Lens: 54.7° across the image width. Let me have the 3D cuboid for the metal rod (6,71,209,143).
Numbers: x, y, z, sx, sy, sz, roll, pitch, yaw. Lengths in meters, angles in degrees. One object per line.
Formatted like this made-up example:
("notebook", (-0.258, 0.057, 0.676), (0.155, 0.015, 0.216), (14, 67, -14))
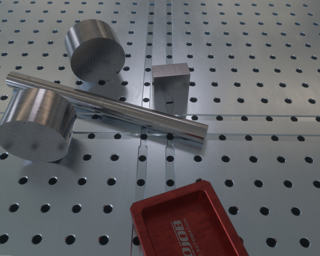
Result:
("metal rod", (-0.082, -0.033, 0.434), (0.301, 0.025, 0.025), (16, 52, 13))

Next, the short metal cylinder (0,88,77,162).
("short metal cylinder", (-0.146, -0.002, 0.372), (0.081, 0.080, 0.050), (1, 50, 1))

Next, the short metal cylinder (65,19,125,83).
("short metal cylinder", (-0.098, -0.115, 0.468), (0.081, 0.080, 0.050), (-16, 52, -13))

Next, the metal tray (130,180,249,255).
("metal tray", (0.032, 0.123, 0.301), (0.091, 0.030, 0.130), (-15, 52, -13))

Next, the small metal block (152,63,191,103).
("small metal block", (0.015, -0.064, 0.446), (0.050, 0.050, 0.025), (-6, 51, -5))
